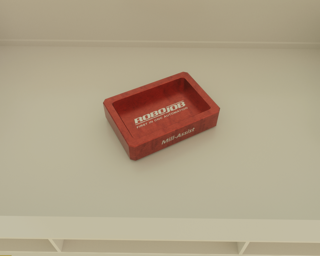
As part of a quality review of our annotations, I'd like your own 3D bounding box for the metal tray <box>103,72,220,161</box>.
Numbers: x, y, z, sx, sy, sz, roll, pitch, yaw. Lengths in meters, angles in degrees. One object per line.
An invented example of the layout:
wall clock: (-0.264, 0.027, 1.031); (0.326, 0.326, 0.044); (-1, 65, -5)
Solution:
metal tray: (0.002, -0.021, 0.415); (0.131, 0.030, 0.090); (-22, 54, -18)
